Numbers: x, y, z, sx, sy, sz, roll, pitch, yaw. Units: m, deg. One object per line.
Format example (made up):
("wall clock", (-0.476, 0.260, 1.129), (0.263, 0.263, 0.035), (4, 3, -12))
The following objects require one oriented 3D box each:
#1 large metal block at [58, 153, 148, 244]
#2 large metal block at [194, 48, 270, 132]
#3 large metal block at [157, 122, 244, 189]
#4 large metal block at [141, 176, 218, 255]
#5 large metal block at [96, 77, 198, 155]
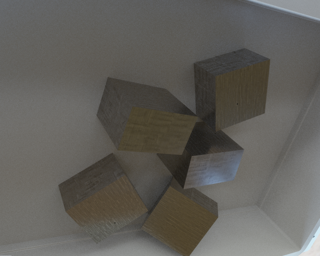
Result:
("large metal block", (-0.074, 0.093, 0.411), (0.080, 0.050, 0.080), (-31, 129, -9))
("large metal block", (0.094, -0.052, 0.414), (0.081, 0.050, 0.079), (-19, 126, -17))
("large metal block", (0.052, 0.033, 0.424), (0.081, 0.080, 0.050), (-4, 120, -27))
("large metal block", (0.031, 0.132, 0.467), (0.080, 0.050, 0.080), (33, 103, 2))
("large metal block", (-0.018, -0.014, 0.356), (0.081, 0.080, 0.050), (7, 115, -32))
